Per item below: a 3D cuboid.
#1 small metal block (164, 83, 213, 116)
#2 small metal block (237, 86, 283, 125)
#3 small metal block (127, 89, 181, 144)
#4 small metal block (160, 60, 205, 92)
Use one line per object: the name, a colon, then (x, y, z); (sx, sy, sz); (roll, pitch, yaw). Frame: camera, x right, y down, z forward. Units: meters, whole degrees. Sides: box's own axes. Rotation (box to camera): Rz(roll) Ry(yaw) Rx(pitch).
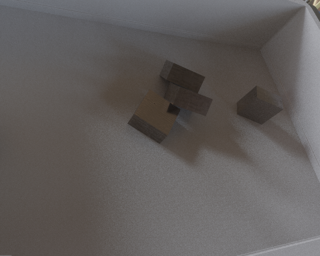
small metal block: (0.038, -0.041, 0.435); (0.050, 0.025, 0.050); (18, 10, -18)
small metal block: (0.161, -0.036, 0.501); (0.050, 0.050, 0.025); (21, 54, -17)
small metal block: (-0.007, -0.015, 0.413); (0.050, 0.025, 0.050); (33, 51, -7)
small metal block: (0.032, -0.076, 0.454); (0.050, 0.025, 0.050); (20, 12, -17)
